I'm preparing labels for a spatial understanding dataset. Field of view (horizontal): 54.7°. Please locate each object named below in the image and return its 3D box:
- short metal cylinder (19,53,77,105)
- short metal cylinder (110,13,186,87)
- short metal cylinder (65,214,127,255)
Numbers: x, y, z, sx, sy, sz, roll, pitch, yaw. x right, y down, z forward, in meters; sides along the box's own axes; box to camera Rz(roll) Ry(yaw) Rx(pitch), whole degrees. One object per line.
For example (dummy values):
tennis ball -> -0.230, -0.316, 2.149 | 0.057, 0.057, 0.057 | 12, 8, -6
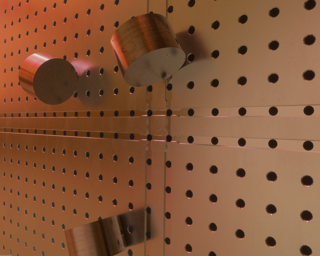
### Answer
short metal cylinder -> -0.191, -0.085, 0.531 | 0.050, 0.081, 0.079 | 25, 106, 37
short metal cylinder -> -0.015, -0.095, 0.386 | 0.080, 0.081, 0.050 | -35, 68, 34
short metal cylinder -> -0.093, 0.162, 0.451 | 0.080, 0.081, 0.050 | -27, 73, 37
